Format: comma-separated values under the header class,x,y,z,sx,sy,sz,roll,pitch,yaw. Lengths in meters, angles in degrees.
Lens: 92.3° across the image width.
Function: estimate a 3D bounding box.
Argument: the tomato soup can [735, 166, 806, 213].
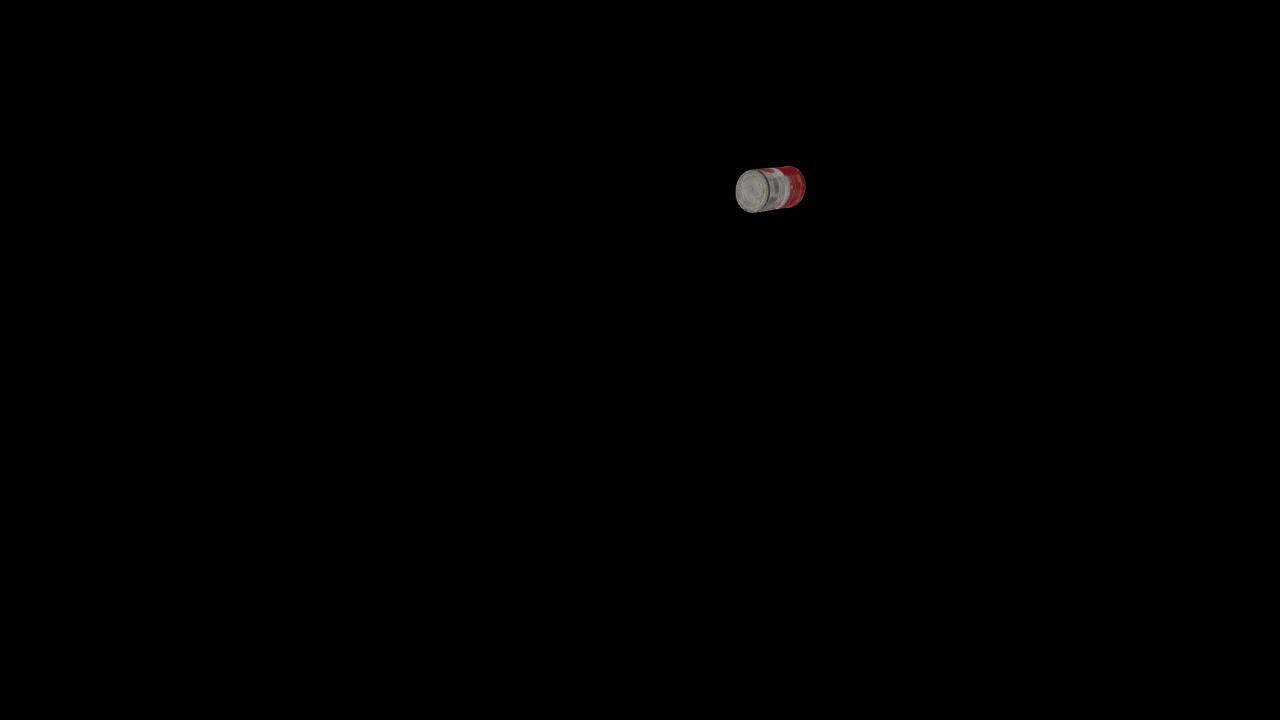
class,x,y,z,sx,sy,sz,roll,pitch,yaw
tomato soup can,0.209,-0.273,0.986,0.101,0.068,0.068,-19,13,-39
